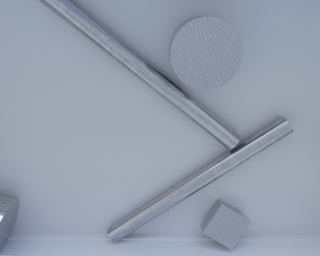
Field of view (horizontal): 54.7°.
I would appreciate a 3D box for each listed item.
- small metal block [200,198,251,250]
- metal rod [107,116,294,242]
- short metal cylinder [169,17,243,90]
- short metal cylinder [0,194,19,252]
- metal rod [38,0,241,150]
[{"bbox_3d":[0.096,0.141,0.457,0.050,0.025,0.050,32,94,-5],"label":"small metal block"},{"bbox_3d":[0.049,0.078,0.440,0.300,0.025,0.025,-35,107,11],"label":"metal rod"},{"bbox_3d":[0.052,-0.090,0.366,0.081,0.050,0.079,0,110,-1],"label":"short metal cylinder"},{"bbox_3d":[-0.238,0.131,0.427,0.050,0.080,0.079,17,109,-7],"label":"short metal cylinder"},{"bbox_3d":[-0.017,-0.069,0.385,0.301,0.025,0.025,37,106,-13],"label":"metal rod"}]
